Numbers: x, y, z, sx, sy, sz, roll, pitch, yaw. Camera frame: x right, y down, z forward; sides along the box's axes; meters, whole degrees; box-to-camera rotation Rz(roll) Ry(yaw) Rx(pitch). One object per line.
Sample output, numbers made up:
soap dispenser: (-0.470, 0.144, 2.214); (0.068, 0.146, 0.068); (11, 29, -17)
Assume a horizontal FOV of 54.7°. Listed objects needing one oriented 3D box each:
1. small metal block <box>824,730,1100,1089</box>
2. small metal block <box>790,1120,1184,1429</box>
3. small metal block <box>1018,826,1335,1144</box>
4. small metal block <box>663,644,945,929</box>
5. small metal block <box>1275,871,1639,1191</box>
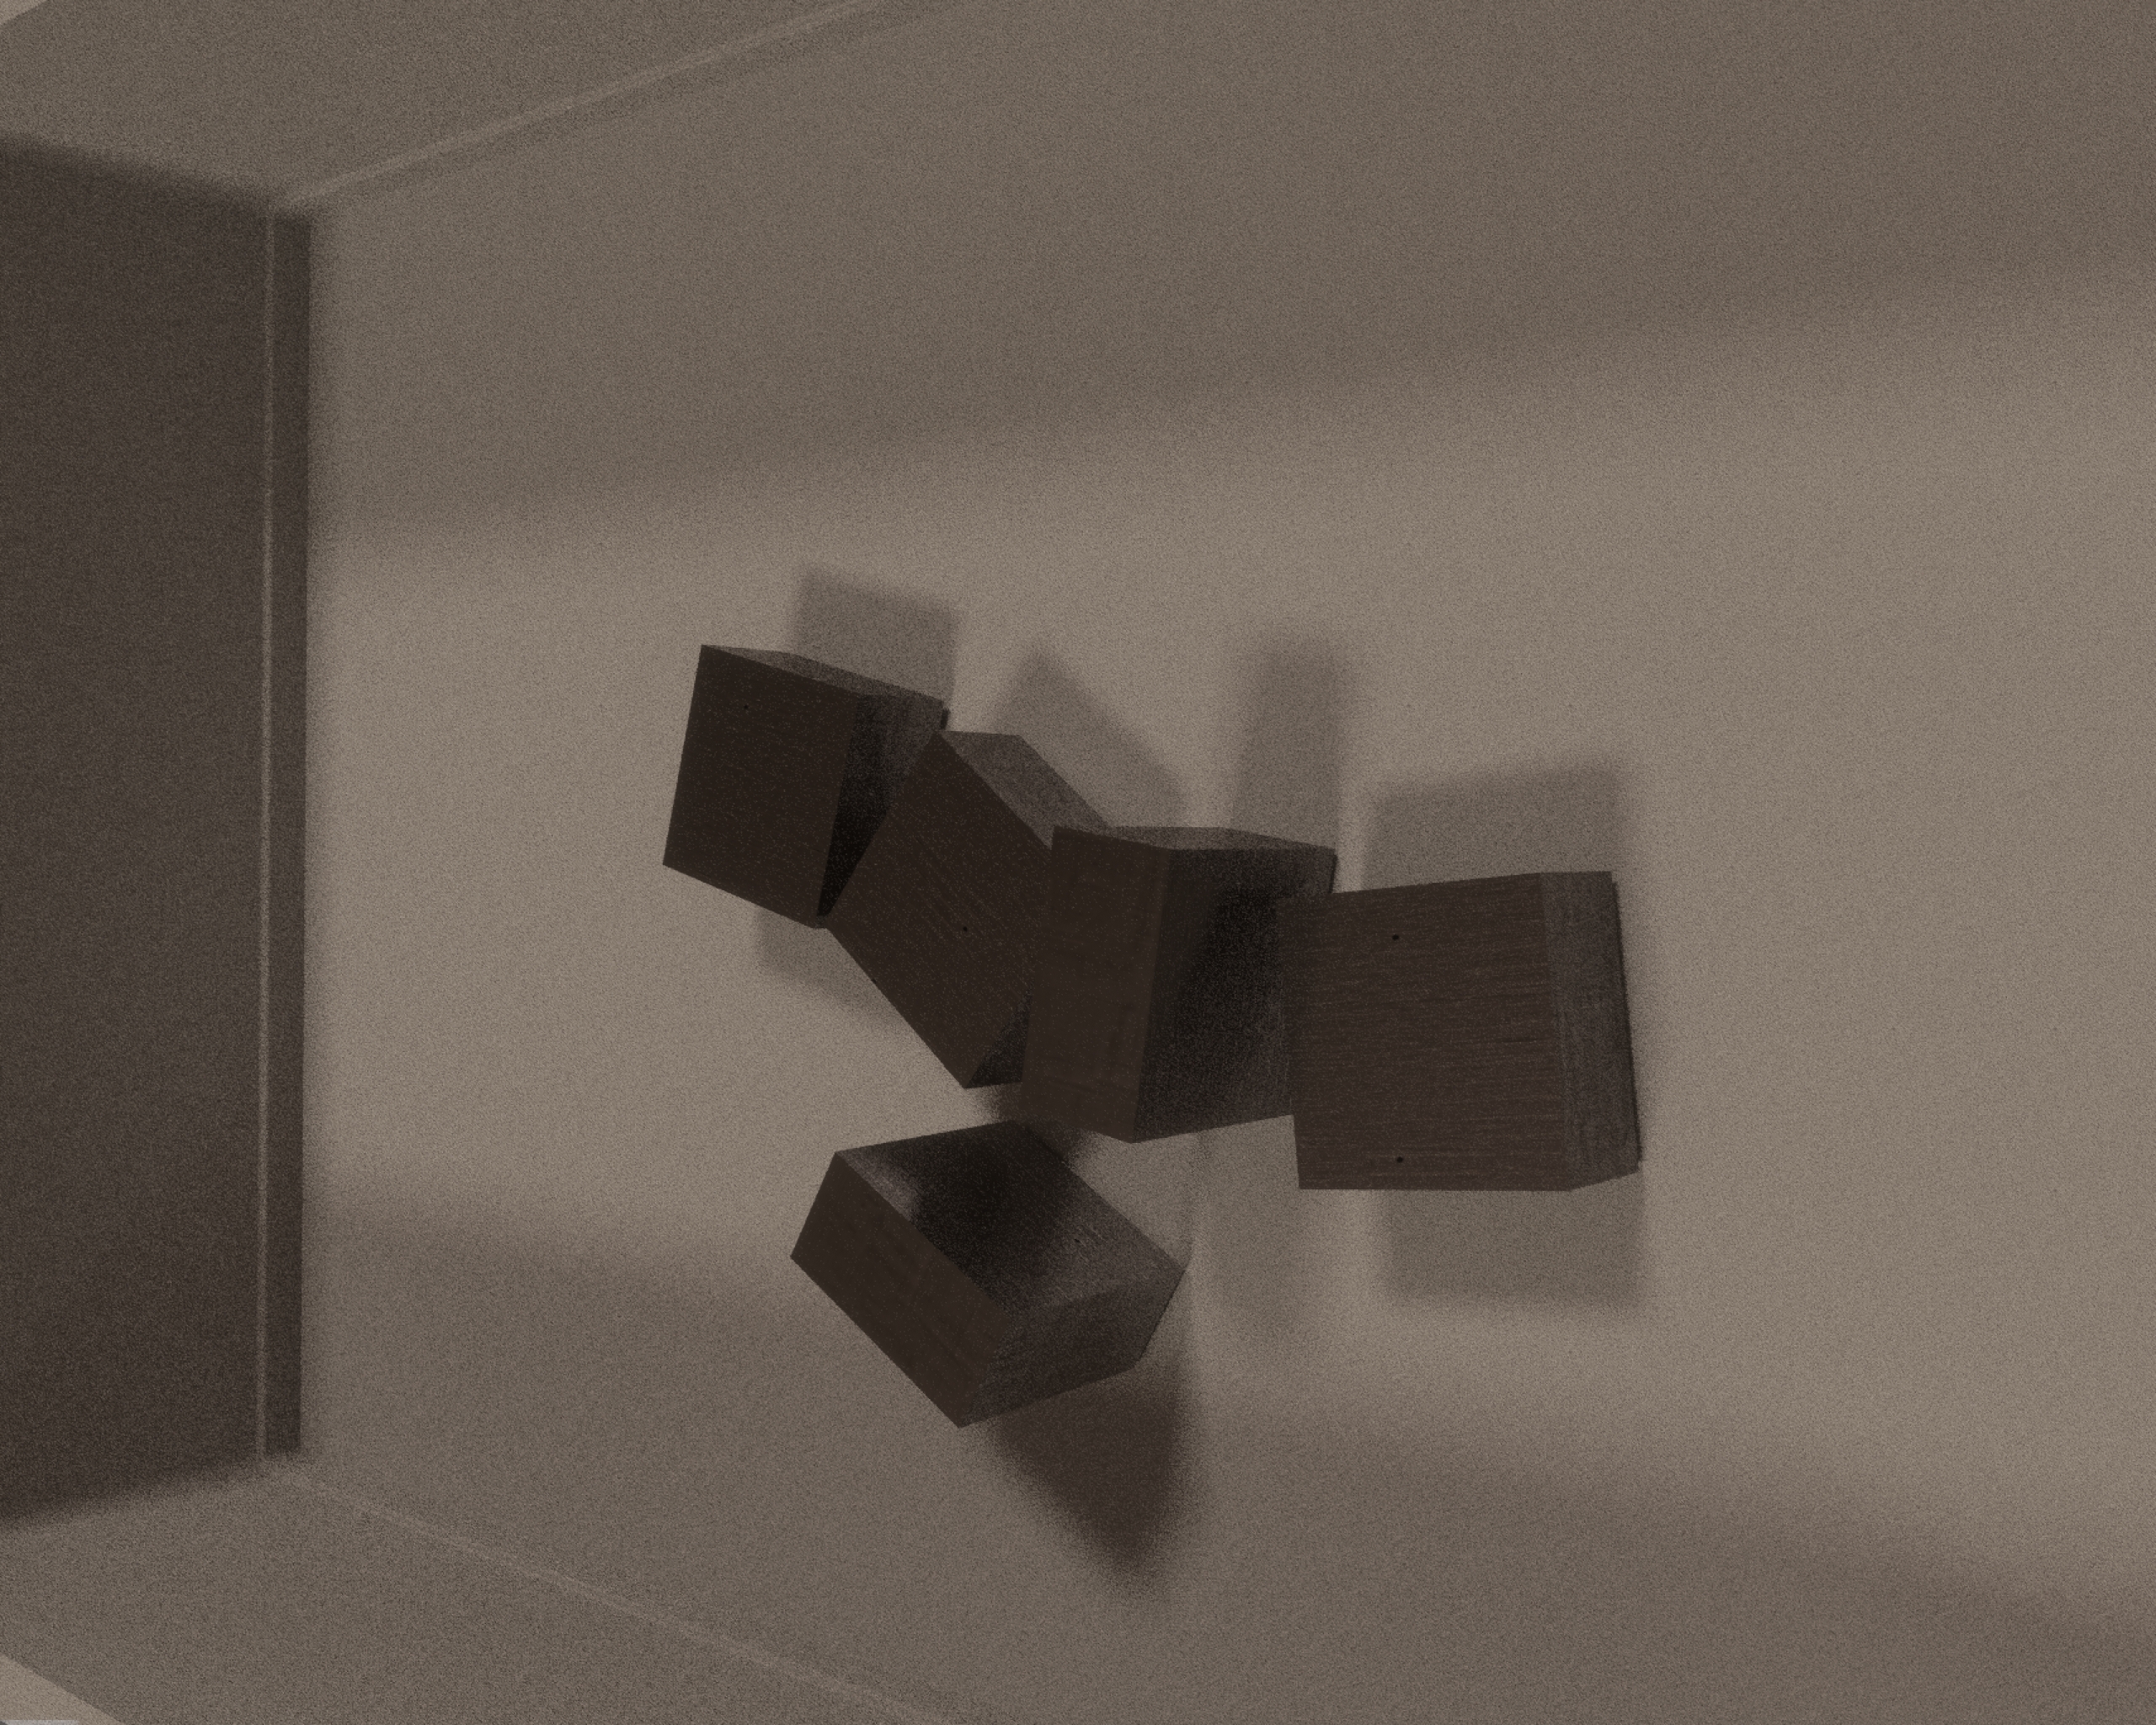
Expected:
small metal block: (-0.017, 0.009, 0.415); (0.050, 0.025, 0.050); (46, 117, 30)
small metal block: (-0.017, 0.077, 0.400); (0.050, 0.050, 0.025); (37, 114, 33)
small metal block: (0.018, 0.020, 0.372); (0.025, 0.050, 0.050); (12, 98, 38)
small metal block: (-0.060, -0.017, 0.451); (0.050, 0.025, 0.050); (20, 102, 38)
small metal block: (0.063, 0.029, 0.350); (0.050, 0.025, 0.050); (-7, 86, 39)
